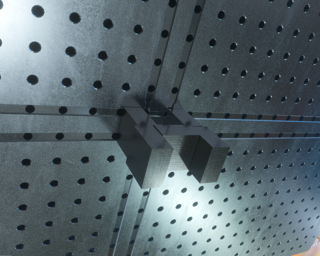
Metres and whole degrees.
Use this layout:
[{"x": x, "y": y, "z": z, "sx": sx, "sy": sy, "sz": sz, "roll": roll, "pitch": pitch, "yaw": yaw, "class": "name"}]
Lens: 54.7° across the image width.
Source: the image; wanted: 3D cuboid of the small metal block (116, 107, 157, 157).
[{"x": -0.030, "y": 0.008, "z": 0.384, "sx": 0.025, "sy": 0.050, "sz": 0.050, "roll": 1, "pitch": 118, "yaw": -29, "class": "small metal block"}]

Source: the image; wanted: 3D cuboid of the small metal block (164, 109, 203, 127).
[{"x": 0.027, "y": 0.008, "z": 0.416, "sx": 0.025, "sy": 0.050, "sz": 0.050, "roll": -1, "pitch": 119, "yaw": -29, "class": "small metal block"}]

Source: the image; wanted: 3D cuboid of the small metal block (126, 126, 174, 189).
[{"x": -0.013, "y": 0.031, "z": 0.342, "sx": 0.025, "sy": 0.050, "sz": 0.050, "roll": 1, "pitch": 118, "yaw": -29, "class": "small metal block"}]

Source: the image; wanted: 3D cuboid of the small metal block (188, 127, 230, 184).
[{"x": 0.053, "y": 0.032, "z": 0.379, "sx": 0.025, "sy": 0.050, "sz": 0.050, "roll": 1, "pitch": 118, "yaw": -29, "class": "small metal block"}]

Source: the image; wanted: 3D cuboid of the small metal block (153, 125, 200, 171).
[{"x": 0.014, "y": 0.024, "z": 0.371, "sx": 0.050, "sy": 0.025, "sz": 0.050, "roll": 1, "pitch": 118, "yaw": -29, "class": "small metal block"}]
